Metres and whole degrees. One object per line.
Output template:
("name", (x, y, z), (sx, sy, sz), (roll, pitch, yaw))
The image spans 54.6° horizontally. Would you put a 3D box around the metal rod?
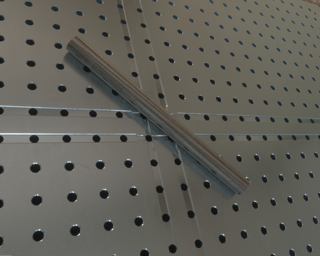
("metal rod", (-0.002, -0.016, 0.417), (0.300, 0.025, 0.025), (40, 51, -1))
